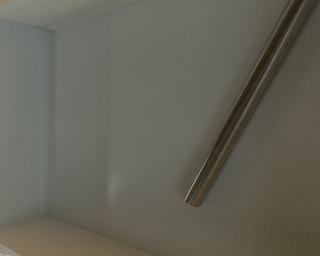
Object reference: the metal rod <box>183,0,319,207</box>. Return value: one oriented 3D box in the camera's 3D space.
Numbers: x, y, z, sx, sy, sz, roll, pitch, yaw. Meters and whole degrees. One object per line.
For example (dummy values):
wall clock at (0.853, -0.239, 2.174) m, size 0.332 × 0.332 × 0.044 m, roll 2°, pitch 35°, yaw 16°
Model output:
metal rod at (0.098, -0.040, 0.326) m, size 0.025 × 0.025 × 0.298 m, roll 38°, pitch 113°, yaw 33°
